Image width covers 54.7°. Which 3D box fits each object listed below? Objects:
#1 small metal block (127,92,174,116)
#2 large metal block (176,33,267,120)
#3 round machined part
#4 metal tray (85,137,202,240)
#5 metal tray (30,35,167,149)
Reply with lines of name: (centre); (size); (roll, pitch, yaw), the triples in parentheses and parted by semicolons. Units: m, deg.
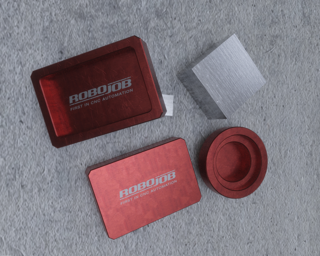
small metal block: (-0.016, -0.028, 0.390); (0.050, 0.050, 0.025); (3, 89, -20)
large metal block: (0.084, -0.068, 0.426); (0.080, 0.050, 0.080); (-41, 103, -15)
round machined part: (0.098, 0.046, 0.436); (0.099, 0.042, 0.097); (0, 90, -20)
metal tray: (-0.019, 0.073, 0.399); (0.131, 0.030, 0.090); (-19, 97, -19)
metal tray: (-0.068, -0.038, 0.345); (0.130, 0.030, 0.090); (-16, 92, 10)
